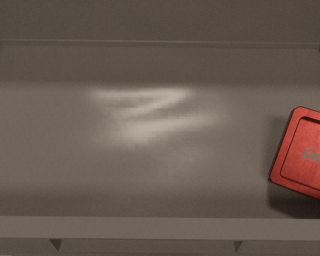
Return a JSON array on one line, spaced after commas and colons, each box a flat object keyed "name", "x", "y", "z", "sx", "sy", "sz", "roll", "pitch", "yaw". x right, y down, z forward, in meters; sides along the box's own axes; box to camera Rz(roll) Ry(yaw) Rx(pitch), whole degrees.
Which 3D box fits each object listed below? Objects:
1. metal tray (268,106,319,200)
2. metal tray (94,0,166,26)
[{"name": "metal tray", "x": 0.197, "y": 0.038, "z": 0.337, "sx": 0.130, "sy": 0.030, "sz": 0.090, "roll": 20, "pitch": 93, "yaw": 17}, {"name": "metal tray", "x": -0.055, "y": -0.236, "z": 0.602, "sx": 0.131, "sy": 0.030, "sz": 0.090, "roll": -1, "pitch": 50, "yaw": -2}]
